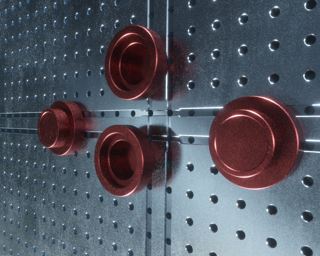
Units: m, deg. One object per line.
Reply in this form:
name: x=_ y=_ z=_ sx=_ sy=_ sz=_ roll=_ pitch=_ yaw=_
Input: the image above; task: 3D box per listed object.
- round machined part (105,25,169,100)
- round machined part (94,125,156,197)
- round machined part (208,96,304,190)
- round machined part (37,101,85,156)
round machined part: x=-0.028 y=-0.086 z=0.422 sx=0.098 sy=0.042 sz=0.097 roll=0 pitch=90 yaw=40
round machined part: x=-0.045 y=0.044 z=0.437 sx=0.098 sy=0.042 sz=0.097 roll=0 pitch=90 yaw=40
round machined part: x=0.092 y=0.015 z=0.323 sx=0.098 sy=0.042 sz=0.097 roll=0 pitch=90 yaw=40
round machined part: x=-0.180 y=0.000 z=0.549 sx=0.098 sy=0.042 sz=0.097 roll=0 pitch=90 yaw=40
